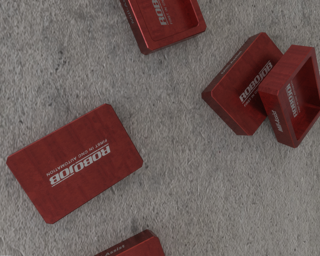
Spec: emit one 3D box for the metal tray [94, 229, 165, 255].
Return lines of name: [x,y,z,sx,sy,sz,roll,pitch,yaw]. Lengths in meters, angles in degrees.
metal tray: [-0.051,0.198,0.388,0.131,0.030,0.090,-21,97,-19]

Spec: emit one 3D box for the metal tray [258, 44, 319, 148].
metal tray: [0.195,-0.042,0.448,0.090,0.030,0.130,-49,132,-13]

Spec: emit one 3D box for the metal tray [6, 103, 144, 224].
metal tray: [-0.097,0.039,0.370,0.131,0.030,0.090,-32,101,-17]

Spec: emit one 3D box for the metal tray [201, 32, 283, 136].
metal tray: [0.134,-0.064,0.456,0.090,0.030,0.130,44,76,-15]

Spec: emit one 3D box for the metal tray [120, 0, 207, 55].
metal tray: [-0.004,-0.172,0.404,0.091,0.030,0.129,-25,99,-18]
